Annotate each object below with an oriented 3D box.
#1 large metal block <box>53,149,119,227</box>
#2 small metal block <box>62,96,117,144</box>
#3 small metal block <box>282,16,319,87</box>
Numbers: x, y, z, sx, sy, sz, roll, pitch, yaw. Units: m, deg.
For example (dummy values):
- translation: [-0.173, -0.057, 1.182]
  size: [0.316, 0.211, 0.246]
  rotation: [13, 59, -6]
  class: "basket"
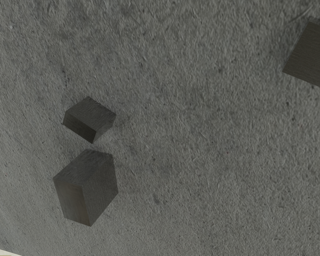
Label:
- translation: [-0.112, 0.091, 0.484]
  size: [0.050, 0.080, 0.079]
  rotation: [10, 123, 22]
  class: "large metal block"
- translation: [-0.098, -0.012, 0.433]
  size: [0.050, 0.050, 0.025]
  rotation: [33, 129, 6]
  class: "small metal block"
- translation: [0.150, -0.068, 0.286]
  size: [0.050, 0.025, 0.050]
  rotation: [26, 127, 11]
  class: "small metal block"
